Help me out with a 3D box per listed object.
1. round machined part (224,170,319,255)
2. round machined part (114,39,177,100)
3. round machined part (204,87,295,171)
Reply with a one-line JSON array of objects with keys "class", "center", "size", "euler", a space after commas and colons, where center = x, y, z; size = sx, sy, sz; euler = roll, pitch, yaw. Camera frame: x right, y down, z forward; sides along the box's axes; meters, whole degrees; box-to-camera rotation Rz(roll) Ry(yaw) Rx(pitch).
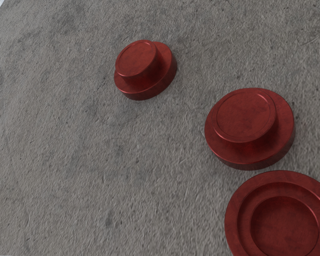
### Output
[{"class": "round machined part", "center": [0.112, 0.091, 0.278], "size": [0.098, 0.042, 0.098], "euler": [-13, 56, 21]}, {"class": "round machined part", "center": [-0.028, -0.093, 0.465], "size": [0.098, 0.042, 0.098], "euler": [-13, 56, 21]}, {"class": "round machined part", "center": [0.097, -0.006, 0.346], "size": [0.098, 0.042, 0.098], "euler": [-13, 56, 21]}]
